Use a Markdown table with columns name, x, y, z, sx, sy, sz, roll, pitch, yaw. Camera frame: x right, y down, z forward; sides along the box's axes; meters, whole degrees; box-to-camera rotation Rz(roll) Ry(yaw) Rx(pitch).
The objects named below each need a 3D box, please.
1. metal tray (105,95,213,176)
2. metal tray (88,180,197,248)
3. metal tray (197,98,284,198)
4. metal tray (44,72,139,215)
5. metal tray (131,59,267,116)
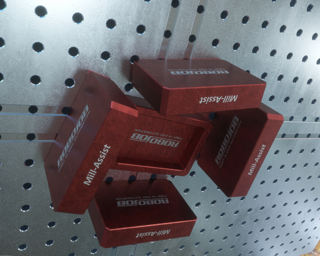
| name | x | y | z | sx | sy | sz | roll | pitch | yaw |
| --- | --- | --- | --- | --- | --- | --- | --- | --- | --- |
| metal tray | -0.002 | 0.015 | 0.414 | 0.131 | 0.030 | 0.089 | 12 | 112 | -34 |
| metal tray | -0.027 | 0.111 | 0.423 | 0.131 | 0.090 | 0.030 | 4 | 117 | -30 |
| metal tray | 0.107 | 0.021 | 0.439 | 0.030 | 0.090 | 0.129 | 4 | 116 | -31 |
| metal tray | -0.080 | 0.015 | 0.334 | 0.030 | 0.090 | 0.129 | 20 | 108 | -35 |
| metal tray | 0.043 | -0.051 | 0.360 | 0.131 | 0.090 | 0.030 | -6 | 121 | -25 |
